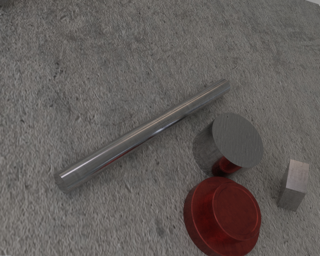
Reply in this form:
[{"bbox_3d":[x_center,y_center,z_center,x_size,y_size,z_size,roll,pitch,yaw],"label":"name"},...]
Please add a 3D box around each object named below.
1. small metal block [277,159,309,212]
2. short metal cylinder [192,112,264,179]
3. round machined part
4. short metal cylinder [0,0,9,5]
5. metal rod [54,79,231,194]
[{"bbox_3d":[0.187,0.081,0.435,0.025,0.050,0.050,15,50,17],"label":"small metal block"},{"bbox_3d":[0.092,0.026,0.421,0.081,0.050,0.080,14,56,-21],"label":"short metal cylinder"},{"bbox_3d":[0.081,0.104,0.373,0.099,0.042,0.098,14,56,-21],"label":"round machined part"},{"bbox_3d":[-0.216,-0.196,0.372,0.081,0.080,0.050,9,58,-24],"label":"short metal cylinder"},{"bbox_3d":[0.001,-0.006,0.407,0.302,0.025,0.025,-31,79,-38],"label":"metal rod"}]
